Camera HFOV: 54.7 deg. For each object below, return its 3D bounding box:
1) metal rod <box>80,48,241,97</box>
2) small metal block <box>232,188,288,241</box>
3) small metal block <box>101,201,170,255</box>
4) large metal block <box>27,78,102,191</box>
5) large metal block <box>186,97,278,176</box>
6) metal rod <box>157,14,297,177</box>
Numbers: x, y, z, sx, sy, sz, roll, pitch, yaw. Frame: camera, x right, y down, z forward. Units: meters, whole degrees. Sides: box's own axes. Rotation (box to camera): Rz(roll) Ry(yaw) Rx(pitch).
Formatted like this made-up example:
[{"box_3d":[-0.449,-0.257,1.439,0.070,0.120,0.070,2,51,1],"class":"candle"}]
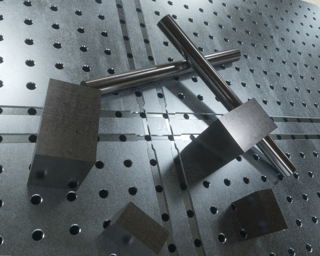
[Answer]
[{"box_3d":[0.022,-0.090,0.474,0.302,0.025,0.025,-21,73,-36],"class":"metal rod"},{"box_3d":[0.125,0.110,0.392,0.025,0.050,0.050,-2,63,-29],"class":"small metal block"},{"box_3d":[-0.026,0.106,0.313,0.050,0.050,0.025,39,51,-2],"class":"small metal block"},{"box_3d":[-0.097,0.010,0.314,0.050,0.080,0.080,12,57,-22],"class":"large metal block"},{"box_3d":[0.095,0.012,0.416,0.081,0.080,0.050,-27,77,-37],"class":"large metal block"},{"box_3d":[0.101,-0.047,0.469,0.300,0.025,0.025,50,51,-2],"class":"metal rod"}]
